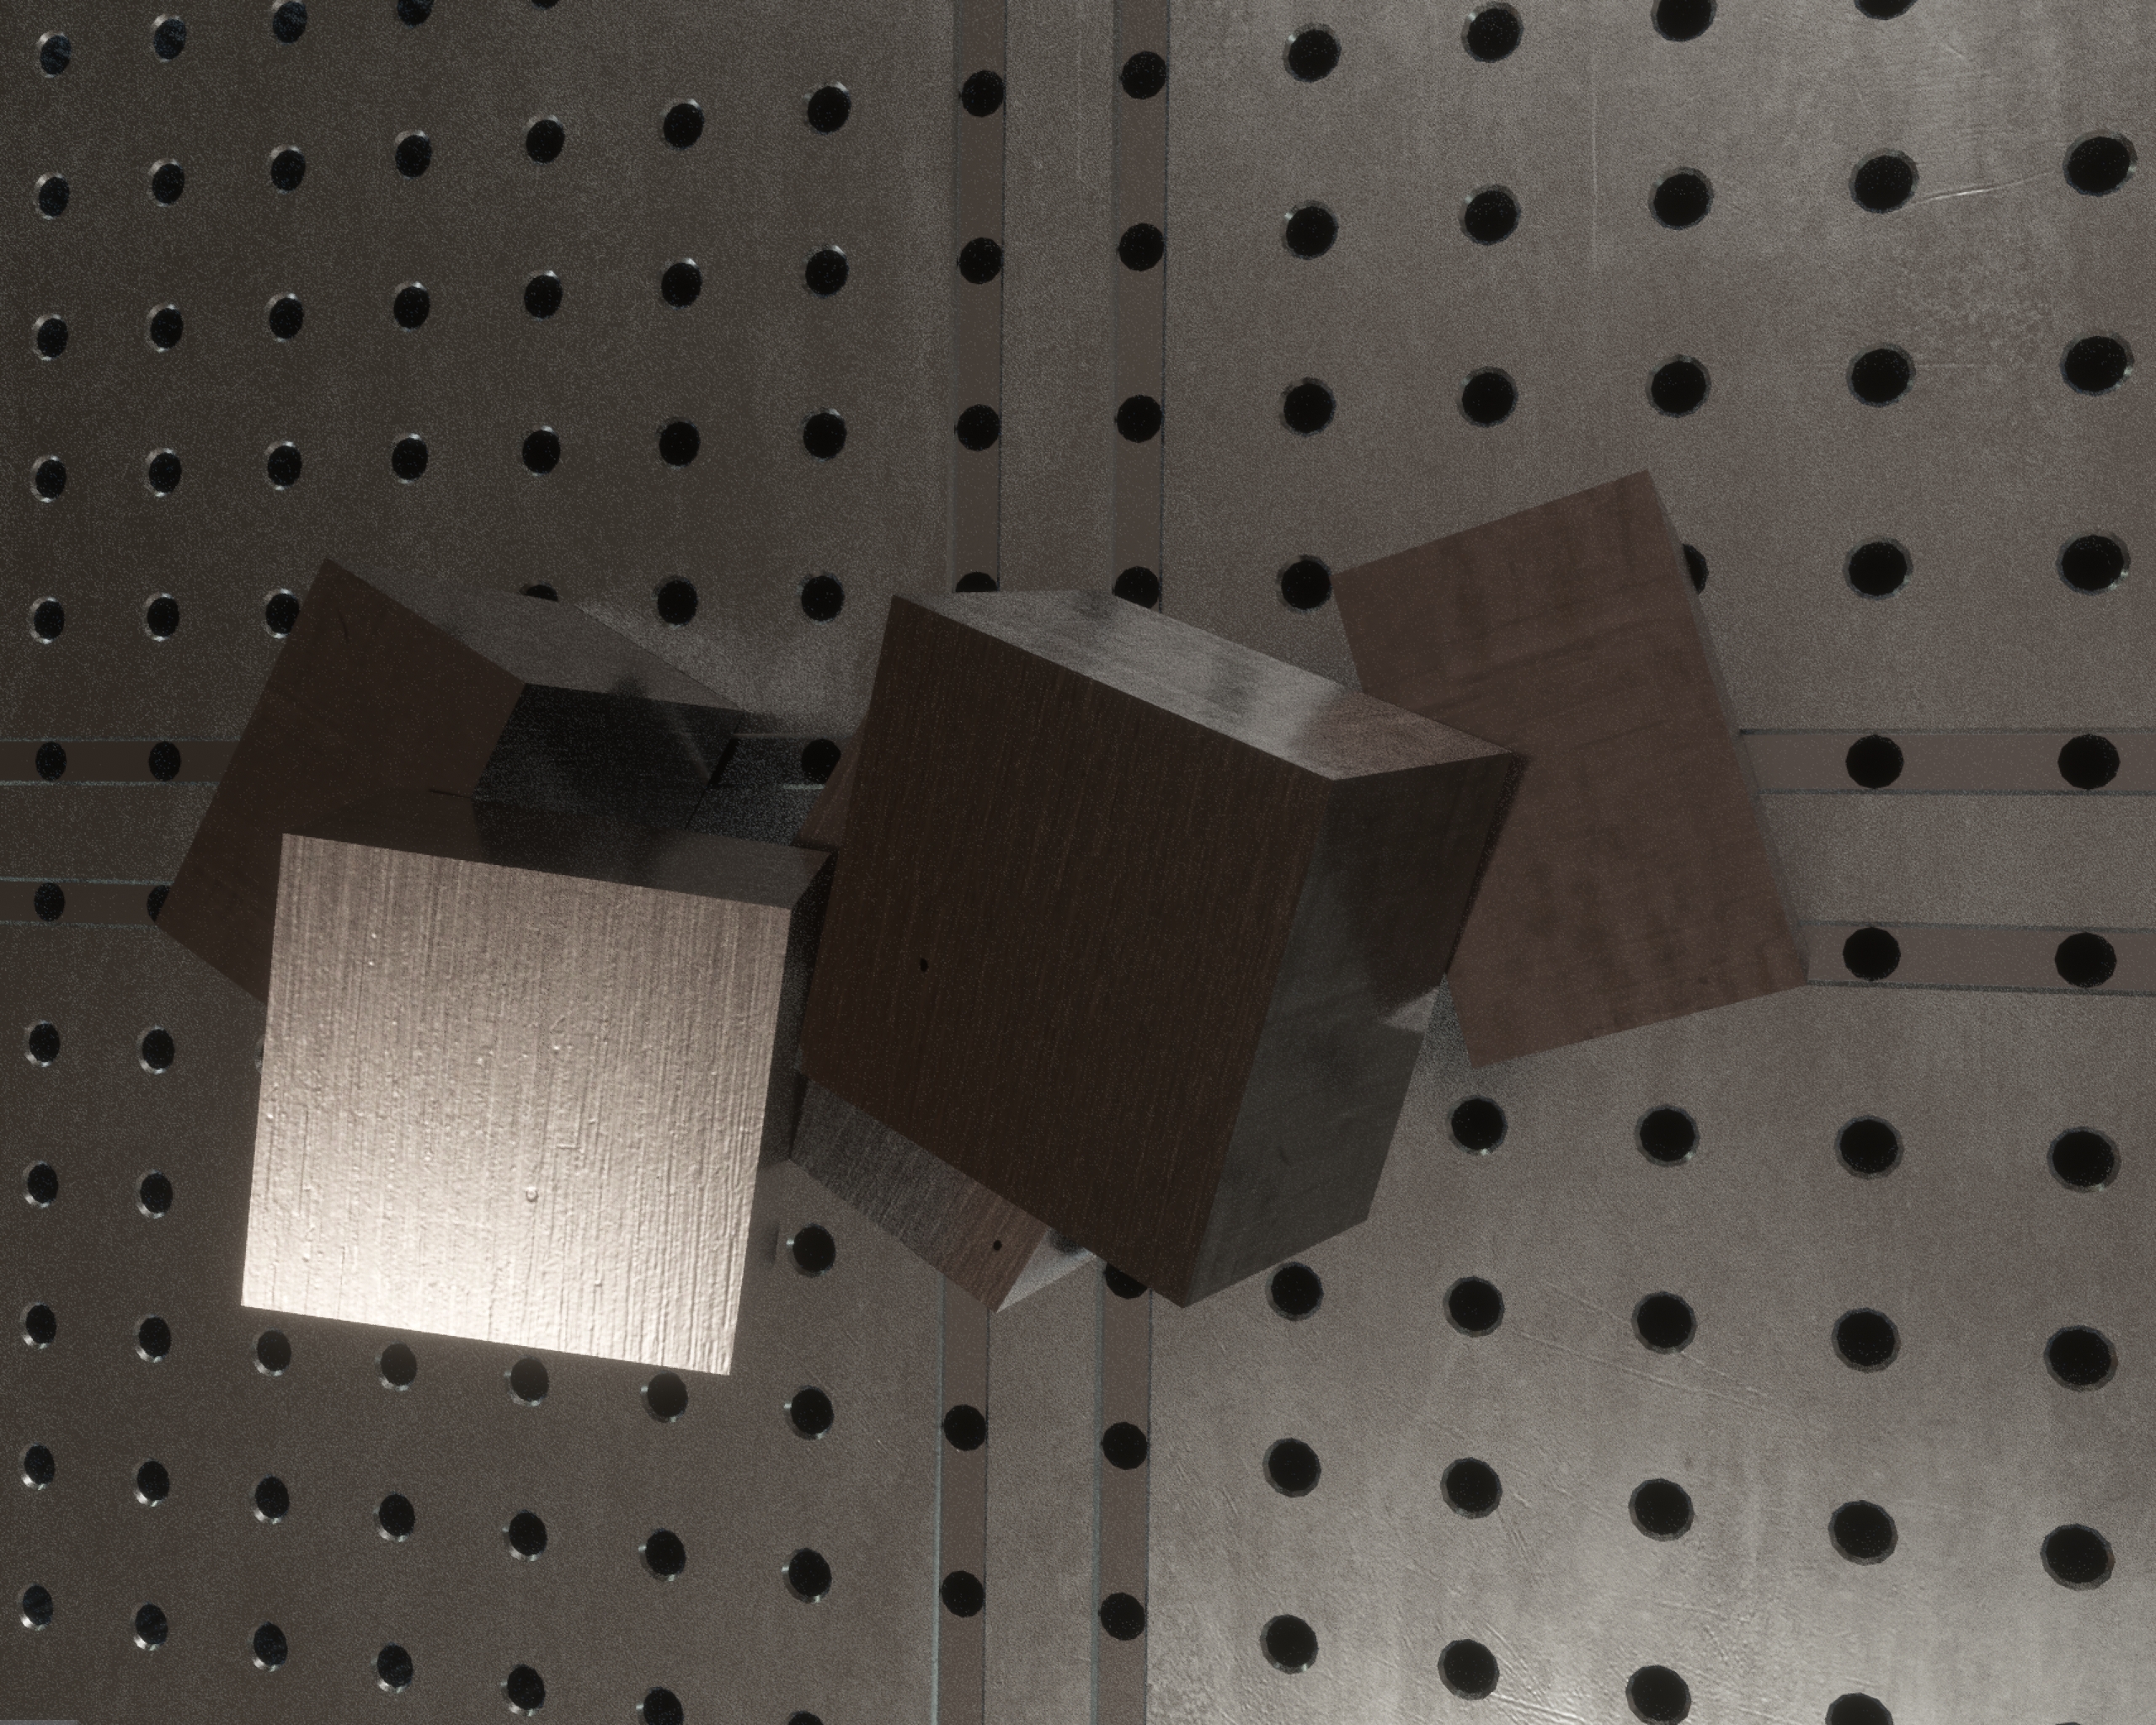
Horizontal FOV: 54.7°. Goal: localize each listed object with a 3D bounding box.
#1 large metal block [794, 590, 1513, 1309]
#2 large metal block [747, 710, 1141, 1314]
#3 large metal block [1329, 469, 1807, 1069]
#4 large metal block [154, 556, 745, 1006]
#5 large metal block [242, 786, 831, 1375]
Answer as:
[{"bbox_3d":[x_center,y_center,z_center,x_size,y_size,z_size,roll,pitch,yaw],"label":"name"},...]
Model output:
[{"bbox_3d":[0.009,0.008,0.321,0.080,0.050,0.079,26,112,33],"label":"large metal block"},{"bbox_3d":[-0.018,0.026,0.404,0.080,0.050,0.080,34,101,16],"label":"large metal block"},{"bbox_3d":[0.086,-0.014,0.352,0.050,0.080,0.080,-17,85,19],"label":"large metal block"},{"bbox_3d":[-0.125,-0.010,0.425,0.050,0.080,0.080,31,100,17],"label":"large metal block"},{"bbox_3d":[-0.091,0.035,0.360,0.081,0.050,0.079,9,100,-2],"label":"large metal block"}]
